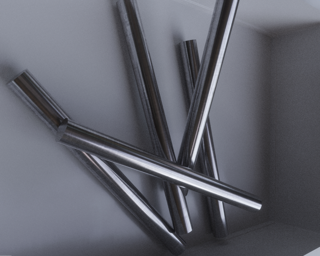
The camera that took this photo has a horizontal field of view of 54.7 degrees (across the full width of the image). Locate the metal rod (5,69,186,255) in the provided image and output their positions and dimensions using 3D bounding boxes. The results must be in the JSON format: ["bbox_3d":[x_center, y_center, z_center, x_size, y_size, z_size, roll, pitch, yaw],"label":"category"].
[{"bbox_3d":[-0.055,0.058,0.360,0.025,0.025,0.300,-52,121,-27],"label":"metal rod"}]

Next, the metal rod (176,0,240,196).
[{"bbox_3d":[0.054,-0.047,0.375,0.025,0.025,0.298,-8,119,-40],"label":"metal rod"}]

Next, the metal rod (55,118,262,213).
[{"bbox_3d":[0.022,0.057,0.374,0.302,0.025,0.025,25,74,-32],"label":"metal rod"}]

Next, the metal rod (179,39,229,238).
[{"bbox_3d":[0.067,0.022,0.462,0.025,0.025,0.298,-19,102,-39],"label":"metal rod"}]

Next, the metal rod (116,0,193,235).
[{"bbox_3d":[-0.005,-0.009,0.390,0.025,0.025,0.298,-20,99,-38],"label":"metal rod"}]
